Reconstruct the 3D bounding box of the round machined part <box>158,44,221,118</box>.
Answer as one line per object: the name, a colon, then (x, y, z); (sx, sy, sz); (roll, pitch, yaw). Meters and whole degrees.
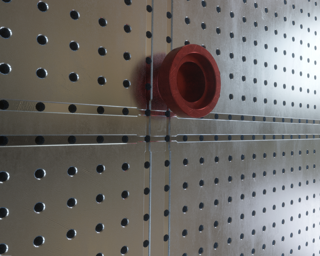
round machined part: (0.036, -0.062, 0.427); (0.099, 0.042, 0.097); (0, 90, -40)
